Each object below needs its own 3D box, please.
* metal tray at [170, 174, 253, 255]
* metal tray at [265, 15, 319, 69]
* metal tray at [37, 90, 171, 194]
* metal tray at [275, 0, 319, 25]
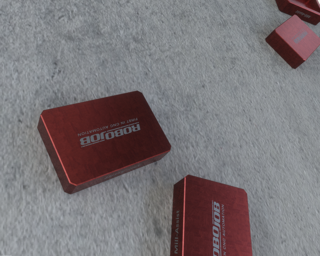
[{"bbox_3d":[0.060,0.127,0.357,0.091,0.030,0.130,18,55,-19],"label":"metal tray"},{"bbox_3d":[0.297,-0.193,0.682,0.090,0.030,0.131,47,51,5],"label":"metal tray"},{"bbox_3d":[-0.062,0.011,0.362,0.131,0.030,0.090,-17,71,-35],"label":"metal tray"},{"bbox_3d":[0.352,-0.321,0.790,0.131,0.030,0.090,10,58,-24],"label":"metal tray"}]
